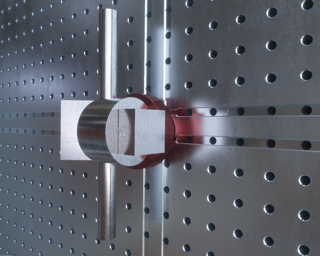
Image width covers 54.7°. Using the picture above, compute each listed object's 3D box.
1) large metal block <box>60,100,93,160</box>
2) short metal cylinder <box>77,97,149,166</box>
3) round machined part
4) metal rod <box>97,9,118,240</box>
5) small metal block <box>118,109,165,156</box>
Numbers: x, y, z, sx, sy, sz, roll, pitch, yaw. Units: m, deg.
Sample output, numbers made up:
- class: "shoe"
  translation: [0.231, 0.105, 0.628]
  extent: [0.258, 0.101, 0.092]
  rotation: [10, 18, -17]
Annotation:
- class: "large metal block"
  translation: [-0.108, 0.002, 0.452]
  extent: [0.050, 0.080, 0.079]
  rotation: [1, 91, -1]
- class: "short metal cylinder"
  translation: [-0.051, 0.004, 0.374]
  extent: [0.050, 0.081, 0.079]
  rotation: [1, 91, 40]
- class: "round machined part"
  translation: [-0.020, 0.004, 0.411]
  extent: [0.098, 0.042, 0.097]
  rotation: [0, 90, 39]
- class: "metal rod"
  translation: [-0.070, -0.004, 0.410]
  extent: [0.025, 0.025, 0.298]
  rotation: [1, 91, 39]
- class: "small metal block"
  translation: [-0.020, 0.004, 0.353]
  extent: [0.025, 0.050, 0.050]
  rotation: [2, 91, 40]
